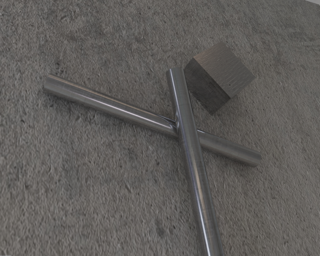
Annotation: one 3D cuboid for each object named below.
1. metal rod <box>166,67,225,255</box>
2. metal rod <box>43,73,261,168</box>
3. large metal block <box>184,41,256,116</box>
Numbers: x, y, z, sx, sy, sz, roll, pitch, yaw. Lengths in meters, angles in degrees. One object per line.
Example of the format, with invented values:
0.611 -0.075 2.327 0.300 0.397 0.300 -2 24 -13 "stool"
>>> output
0.045 0.064 0.366 0.025 0.025 0.299 0 68 -28 "metal rod"
0.003 -0.004 0.407 0.302 0.025 0.025 20 54 -17 "metal rod"
0.089 -0.079 0.483 0.080 0.050 0.081 49 51 6 "large metal block"
